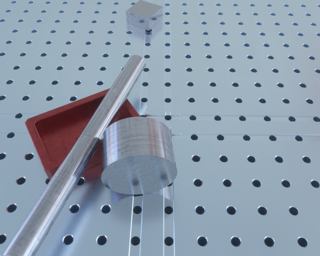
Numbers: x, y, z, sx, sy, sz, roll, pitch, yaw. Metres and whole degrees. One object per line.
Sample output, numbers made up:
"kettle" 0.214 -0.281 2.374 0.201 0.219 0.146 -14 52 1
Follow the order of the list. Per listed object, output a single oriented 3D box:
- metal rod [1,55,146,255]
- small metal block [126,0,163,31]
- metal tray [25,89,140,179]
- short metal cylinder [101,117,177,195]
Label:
"metal rod" -0.081 0.014 0.355 0.025 0.025 0.300 15 51 12
"small metal block" -0.029 -0.214 0.588 0.050 0.025 0.050 24 54 18
"metal tray" -0.093 0.004 0.399 0.131 0.030 0.090 -24 54 -20
"short metal cylinder" -0.024 0.032 0.344 0.081 0.080 0.050 -5 50 -5
